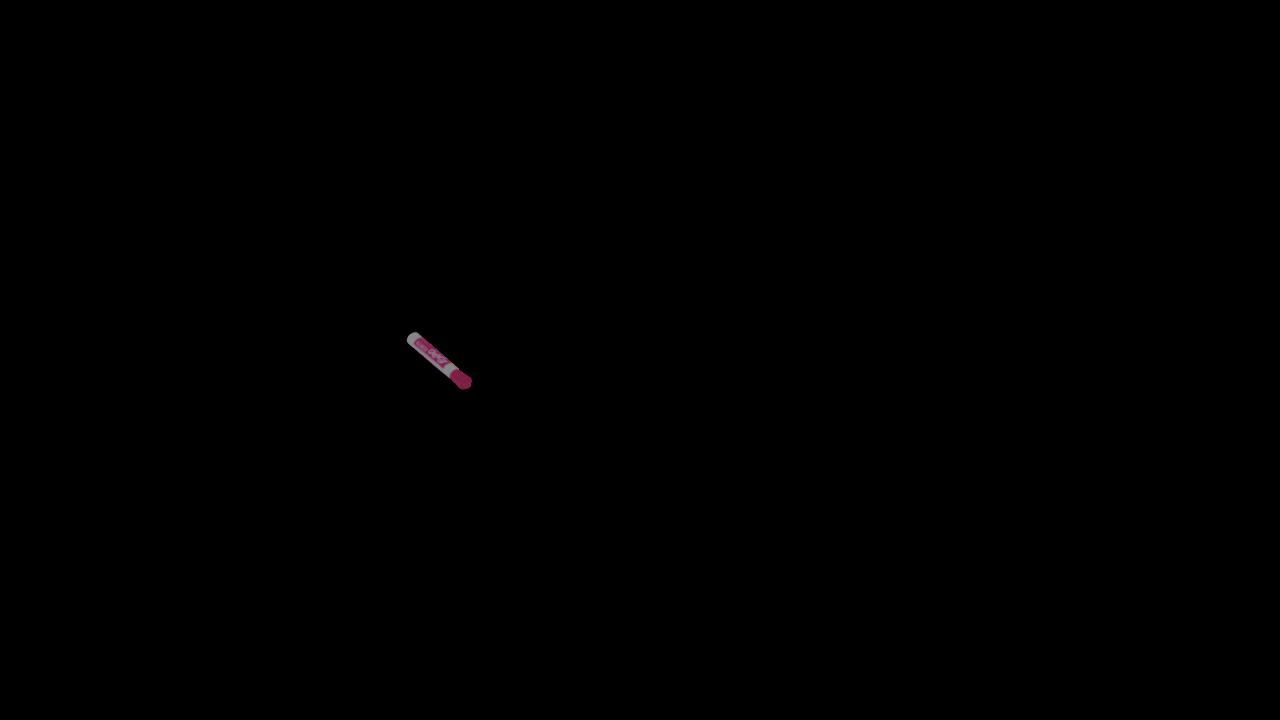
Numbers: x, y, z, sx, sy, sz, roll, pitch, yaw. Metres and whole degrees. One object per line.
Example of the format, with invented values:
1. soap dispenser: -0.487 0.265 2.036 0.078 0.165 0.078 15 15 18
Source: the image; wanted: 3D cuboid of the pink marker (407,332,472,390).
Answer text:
1. pink marker: -0.258 0.002 0.792 0.121 0.020 0.020 35 17 26
